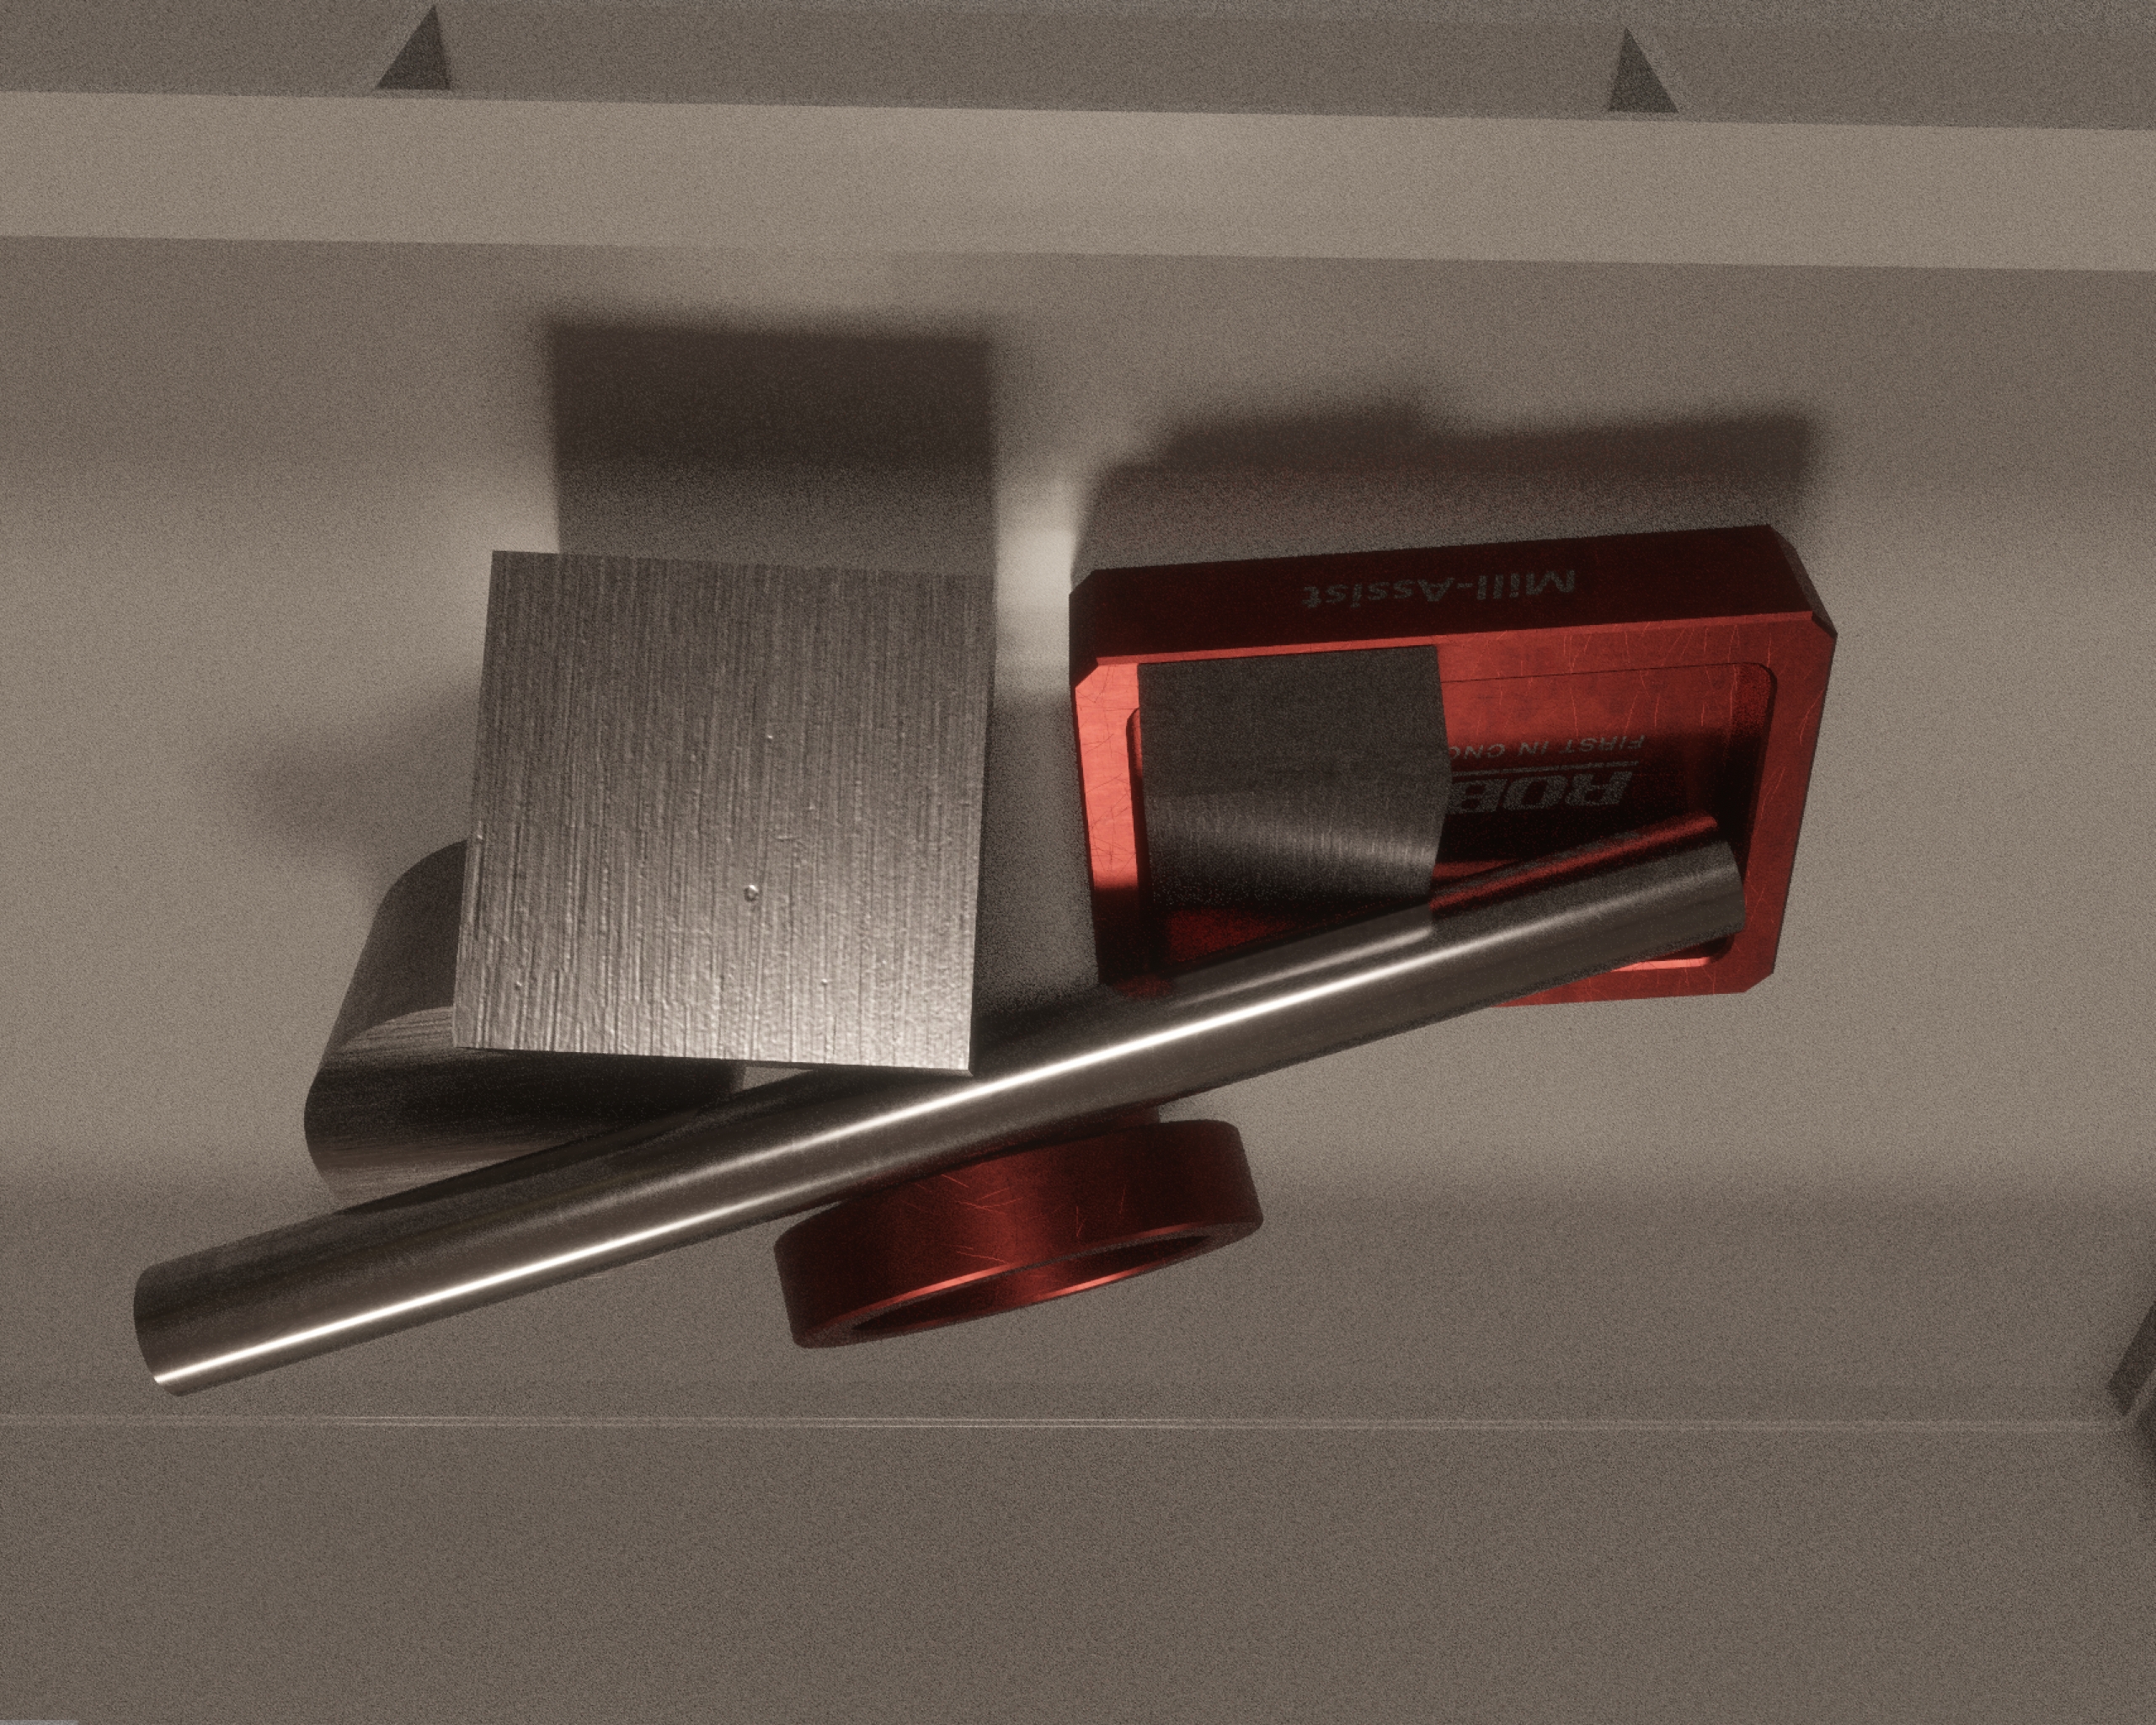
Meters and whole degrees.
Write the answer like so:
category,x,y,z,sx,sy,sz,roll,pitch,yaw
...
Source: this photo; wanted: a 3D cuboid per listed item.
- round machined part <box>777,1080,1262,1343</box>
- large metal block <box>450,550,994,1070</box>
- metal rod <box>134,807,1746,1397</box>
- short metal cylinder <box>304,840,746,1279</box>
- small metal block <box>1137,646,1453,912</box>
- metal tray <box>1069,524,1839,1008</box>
category,x,y,z,sx,sy,sz,roll,pitch,yaw
round machined part,-0.015,0.067,0.432,0.099,0.042,0.098,-14,164,-4
large metal block,-0.056,-0.006,0.355,0.081,0.080,0.050,3,172,-2
metal rod,-0.024,0.044,0.390,0.302,0.025,0.025,-16,129,-1
short metal cylinder,-0.108,0.040,0.422,0.081,0.050,0.079,0,130,0
small metal block,0.037,-0.014,0.368,0.050,0.025,0.050,-3,156,3
metal tray,0.067,-0.014,0.392,0.131,0.030,0.089,-4,130,2
